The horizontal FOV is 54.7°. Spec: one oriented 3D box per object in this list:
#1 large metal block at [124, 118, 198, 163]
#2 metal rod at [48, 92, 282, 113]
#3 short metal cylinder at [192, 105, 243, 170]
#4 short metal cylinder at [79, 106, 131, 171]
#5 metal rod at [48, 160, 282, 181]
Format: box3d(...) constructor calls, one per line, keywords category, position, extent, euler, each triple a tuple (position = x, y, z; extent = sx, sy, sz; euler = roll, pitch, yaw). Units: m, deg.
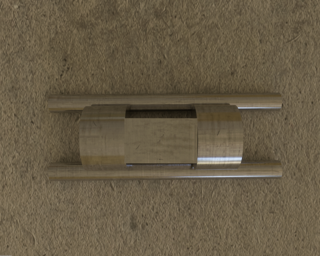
box3d(category="large metal block", position=(0.001, 0.014, 0.381), extent=(0.081, 0.080, 0.050), euler=(0, 90, 0))
box3d(category="metal rod", position=(0.007, -0.033, 0.411), extent=(0.302, 0.025, 0.025), euler=(-1, 90, 0))
box3d(category="short metal cylinder", position=(0.067, 0.012, 0.384), extent=(0.050, 0.080, 0.079), euler=(-1, 90, 0))
box3d(category="short metal cylinder", position=(-0.064, 0.012, 0.383), extent=(0.050, 0.080, 0.079), euler=(-1, 90, 0))
box3d(category="metal rod", position=(0.007, 0.056, 0.411), extent=(0.302, 0.025, 0.025), euler=(-1, 90, 0))
